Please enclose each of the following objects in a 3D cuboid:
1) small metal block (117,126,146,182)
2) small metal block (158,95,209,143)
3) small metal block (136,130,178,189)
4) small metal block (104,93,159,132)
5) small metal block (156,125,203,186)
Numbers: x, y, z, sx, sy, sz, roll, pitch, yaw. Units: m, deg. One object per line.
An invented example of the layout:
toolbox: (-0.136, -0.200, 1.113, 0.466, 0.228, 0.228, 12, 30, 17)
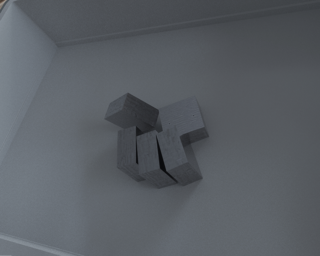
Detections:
small metal block: (-0.029, 0.033, 0.385, 0.025, 0.050, 0.050, -16, 55, 19)
small metal block: (0.030, -0.007, 0.393, 0.050, 0.025, 0.050, -20, 54, 12)
small metal block: (-0.003, 0.038, 0.368, 0.025, 0.050, 0.050, -19, 54, 17)
small metal block: (-0.037, -0.017, 0.409, 0.050, 0.050, 0.025, -19, 49, 53)
small metal block: (0.023, 0.033, 0.358, 0.025, 0.050, 0.050, -26, 53, 13)
